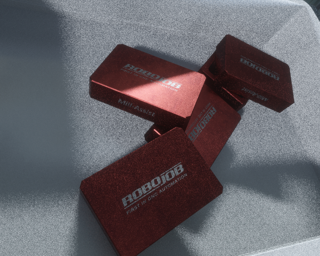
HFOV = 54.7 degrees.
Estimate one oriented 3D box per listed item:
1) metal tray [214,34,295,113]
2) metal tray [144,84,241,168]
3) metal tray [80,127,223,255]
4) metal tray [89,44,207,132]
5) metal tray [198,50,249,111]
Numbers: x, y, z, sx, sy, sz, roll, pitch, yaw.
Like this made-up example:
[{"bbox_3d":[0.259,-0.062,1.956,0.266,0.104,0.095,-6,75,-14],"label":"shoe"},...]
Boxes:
[{"bbox_3d":[0.153,-0.088,0.502,0.131,0.030,0.090,21,54,-16],"label":"metal tray"},{"bbox_3d":[0.050,-0.002,0.433,0.090,0.030,0.131,42,51,0],"label":"metal tray"},{"bbox_3d":[-0.008,0.067,0.337,0.131,0.030,0.090,-29,78,-23],"label":"metal tray"},{"bbox_3d":[-0.014,-0.055,0.404,0.131,0.030,0.090,22,48,4],"label":"metal tray"},{"bbox_3d":[0.122,-0.094,0.527,0.090,0.030,0.131,40,51,-2],"label":"metal tray"}]
